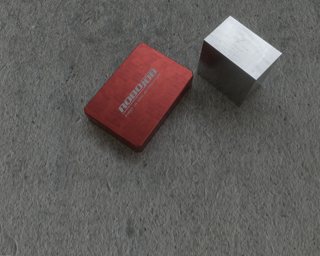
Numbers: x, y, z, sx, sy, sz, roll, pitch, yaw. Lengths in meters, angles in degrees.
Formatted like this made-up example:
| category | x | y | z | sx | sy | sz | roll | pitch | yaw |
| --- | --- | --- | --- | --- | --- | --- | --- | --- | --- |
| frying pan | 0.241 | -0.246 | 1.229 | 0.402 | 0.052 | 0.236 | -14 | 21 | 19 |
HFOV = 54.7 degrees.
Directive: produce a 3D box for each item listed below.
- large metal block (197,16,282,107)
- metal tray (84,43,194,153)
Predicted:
| category | x | y | z | sx | sy | sz | roll | pitch | yaw |
| --- | --- | --- | --- | --- | --- | --- | --- | --- | --- |
| large metal block | 0.100 | -0.085 | 0.411 | 0.080 | 0.080 | 0.050 | 42 | 75 | 13 |
| metal tray | -0.026 | -0.043 | 0.421 | 0.090 | 0.030 | 0.130 | 33 | 73 | 11 |
